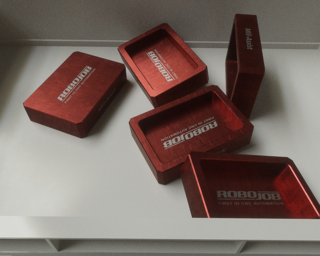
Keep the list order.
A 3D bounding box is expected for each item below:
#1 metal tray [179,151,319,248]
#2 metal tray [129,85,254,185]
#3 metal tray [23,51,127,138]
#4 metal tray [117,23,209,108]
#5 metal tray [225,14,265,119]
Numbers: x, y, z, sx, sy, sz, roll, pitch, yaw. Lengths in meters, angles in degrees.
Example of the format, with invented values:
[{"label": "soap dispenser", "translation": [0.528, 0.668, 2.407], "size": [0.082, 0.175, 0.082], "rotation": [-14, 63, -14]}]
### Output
[{"label": "metal tray", "translation": [0.093, 0.070, 0.315], "size": [0.131, 0.030, 0.090], "rotation": [5, 43, -19]}, {"label": "metal tray", "translation": [0.038, 0.004, 0.391], "size": [0.131, 0.030, 0.090], "rotation": [-23, 54, -13]}, {"label": "metal tray", "translation": [-0.116, -0.053, 0.445], "size": [0.090, 0.030, 0.130], "rotation": [18, 52, 14]}, {"label": "metal tray", "translation": [0.002, -0.097, 0.469], "size": [0.090, 0.030, 0.130], "rotation": [-29, 55, -5]}, {"label": "metal tray", "translation": [0.116, -0.088, 0.438], "size": [0.030, 0.089, 0.130], "rotation": [5, 50, 4]}]
